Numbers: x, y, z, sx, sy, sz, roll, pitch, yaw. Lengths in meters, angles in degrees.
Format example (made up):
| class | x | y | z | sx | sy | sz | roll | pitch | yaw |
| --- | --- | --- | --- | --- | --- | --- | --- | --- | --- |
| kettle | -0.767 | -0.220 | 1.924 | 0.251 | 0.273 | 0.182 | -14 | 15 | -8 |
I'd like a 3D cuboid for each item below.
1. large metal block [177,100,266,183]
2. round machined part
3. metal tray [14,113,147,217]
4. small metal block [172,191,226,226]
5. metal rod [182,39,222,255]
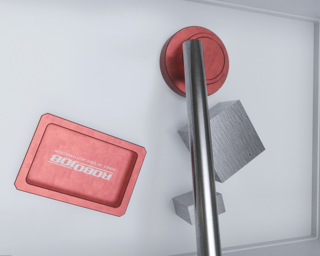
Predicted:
| class | x | y | z | sx | sy | sz | roll | pitch | yaw |
| --- | --- | --- | --- | --- | --- | --- | --- | --- | --- |
| large metal block | 0.085 | 0.017 | 0.430 | 0.080 | 0.050 | 0.080 | -34 | 101 | -17 |
| round machined part | 0.053 | -0.090 | 0.422 | 0.099 | 0.042 | 0.097 | 0 | 90 | -21 |
| metal tray | -0.092 | 0.045 | 0.374 | 0.131 | 0.030 | 0.090 | 21 | 83 | -19 |
| small metal block | 0.051 | 0.104 | 0.418 | 0.050 | 0.050 | 0.025 | -15 | 96 | -20 |
| metal rod | 0.047 | 0.041 | 0.343 | 0.025 | 0.025 | 0.299 | 3 | 74 | -20 |
